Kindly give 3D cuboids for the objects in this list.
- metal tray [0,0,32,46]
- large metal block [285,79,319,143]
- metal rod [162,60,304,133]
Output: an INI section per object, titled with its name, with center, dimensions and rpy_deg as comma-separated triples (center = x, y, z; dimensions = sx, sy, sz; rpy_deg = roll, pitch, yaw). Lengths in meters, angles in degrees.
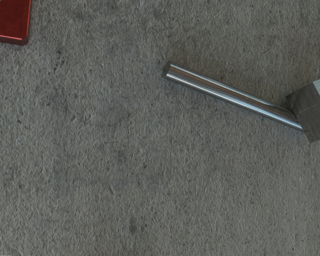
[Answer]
[metal tray]
center = -0.208, -0.145, 0.329
dimensions = 0.131, 0.030, 0.089
rpy_deg = 5, 88, -20
[large metal block]
center = 0.254, -0.032, 0.473
dimensions = 0.081, 0.050, 0.080
rpy_deg = -18, 80, -31
[metal rod]
center = 0.144, -0.034, 0.463
dimensions = 0.302, 0.025, 0.025
rpy_deg = 18, 84, -20
